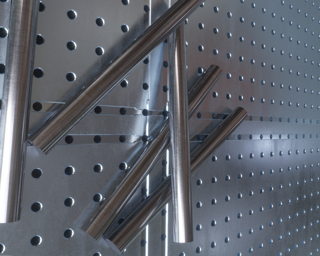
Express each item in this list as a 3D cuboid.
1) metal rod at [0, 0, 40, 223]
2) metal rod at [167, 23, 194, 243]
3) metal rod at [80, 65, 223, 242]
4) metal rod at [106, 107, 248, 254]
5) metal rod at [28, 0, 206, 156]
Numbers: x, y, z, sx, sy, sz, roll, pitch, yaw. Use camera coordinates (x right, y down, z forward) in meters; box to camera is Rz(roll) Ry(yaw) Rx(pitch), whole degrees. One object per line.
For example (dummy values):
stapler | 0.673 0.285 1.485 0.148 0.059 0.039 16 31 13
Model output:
metal rod | -0.134 -0.063 0.297 0.025 0.025 0.298 6 86 -40
metal rod | 0.025 -0.011 0.401 0.025 0.025 0.298 8 75 -40
metal rod | 0.004 0.015 0.414 0.301 0.025 0.025 -51 121 -28
metal rod | 0.041 0.057 0.446 0.302 0.025 0.025 -41 115 -33
metal rod | -0.031 -0.085 0.365 0.301 0.025 0.025 -49 120 -23
